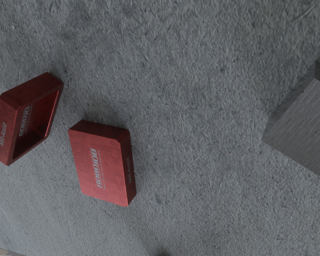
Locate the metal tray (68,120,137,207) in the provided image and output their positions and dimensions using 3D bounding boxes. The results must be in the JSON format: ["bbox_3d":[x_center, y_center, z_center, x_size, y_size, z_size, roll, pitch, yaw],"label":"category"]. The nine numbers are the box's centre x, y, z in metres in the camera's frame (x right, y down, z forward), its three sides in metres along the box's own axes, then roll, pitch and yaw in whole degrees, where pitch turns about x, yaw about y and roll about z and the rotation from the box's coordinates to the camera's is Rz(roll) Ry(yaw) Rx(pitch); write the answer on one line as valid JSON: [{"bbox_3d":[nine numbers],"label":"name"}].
[{"bbox_3d":[-0.088,0.057,0.485,0.090,0.030,0.129,11,123,22],"label":"metal tray"}]

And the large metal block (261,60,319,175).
[{"bbox_3d":[0.161,-0.006,0.303,0.080,0.050,0.079,33,129,6],"label":"large metal block"}]

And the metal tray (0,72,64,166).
[{"bbox_3d":[-0.197,-0.012,0.460,0.030,0.090,0.129,36,129,4],"label":"metal tray"}]
